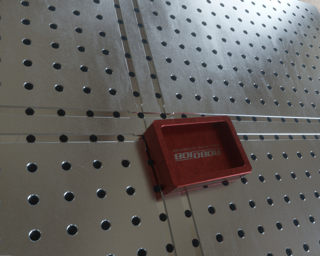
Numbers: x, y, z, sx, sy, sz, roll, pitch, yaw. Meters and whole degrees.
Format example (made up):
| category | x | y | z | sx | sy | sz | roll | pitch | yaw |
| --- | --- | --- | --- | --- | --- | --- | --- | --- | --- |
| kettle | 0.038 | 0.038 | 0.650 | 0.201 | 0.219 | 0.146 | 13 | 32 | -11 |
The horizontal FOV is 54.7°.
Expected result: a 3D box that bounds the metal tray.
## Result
| category | x | y | z | sx | sy | sz | roll | pitch | yaw |
| --- | --- | --- | --- | --- | --- | --- | --- | --- | --- |
| metal tray | 0.052 | 0.031 | 0.415 | 0.131 | 0.030 | 0.090 | -5 | 64 | -31 |
